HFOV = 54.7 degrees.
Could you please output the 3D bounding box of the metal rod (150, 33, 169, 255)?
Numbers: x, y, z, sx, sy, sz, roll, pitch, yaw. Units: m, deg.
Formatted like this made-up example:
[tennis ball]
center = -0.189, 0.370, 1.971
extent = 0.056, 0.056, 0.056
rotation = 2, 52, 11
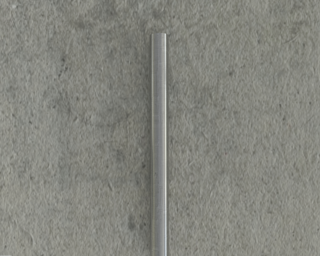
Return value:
[metal rod]
center = -0.001, 0.027, 0.409
extent = 0.025, 0.025, 0.298
rotation = 0, 90, -1
